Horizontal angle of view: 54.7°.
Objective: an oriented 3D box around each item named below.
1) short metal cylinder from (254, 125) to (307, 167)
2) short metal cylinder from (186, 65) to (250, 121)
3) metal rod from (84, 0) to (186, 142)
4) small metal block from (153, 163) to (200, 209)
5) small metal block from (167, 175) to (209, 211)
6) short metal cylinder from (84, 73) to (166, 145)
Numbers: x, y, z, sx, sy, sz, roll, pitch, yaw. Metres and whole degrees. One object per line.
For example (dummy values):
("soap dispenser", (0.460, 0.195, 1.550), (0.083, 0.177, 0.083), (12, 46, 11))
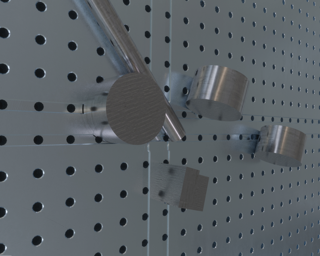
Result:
("short metal cylinder", (0.216, 0.033, 0.555), (0.080, 0.080, 0.050), (30, 72, -36))
("short metal cylinder", (0.082, -0.048, 0.443), (0.080, 0.080, 0.050), (27, 73, -37))
("metal rod", (-0.047, -0.105, 0.369), (0.025, 0.025, 0.299), (-47, 118, -30))
("small metal block", (0.021, 0.076, 0.411), (0.025, 0.050, 0.050), (21, 77, -38))
("small metal block", (0.040, 0.089, 0.444), (0.050, 0.025, 0.050), (21, 77, -38))
("short metal cylinder", (-0.040, -0.021, 0.360), (0.081, 0.050, 0.079), (0, 90, -40))
